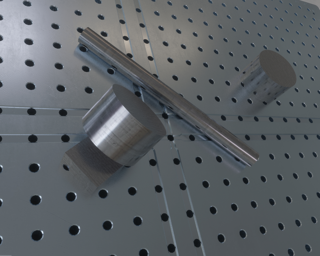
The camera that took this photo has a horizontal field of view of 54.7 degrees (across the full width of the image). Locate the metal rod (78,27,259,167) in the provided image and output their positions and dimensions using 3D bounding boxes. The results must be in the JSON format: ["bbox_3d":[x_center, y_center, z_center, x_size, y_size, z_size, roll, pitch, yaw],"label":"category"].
[{"bbox_3d":[0.015,-0.042,0.441,0.301,0.025,0.025,36,51,-4],"label":"metal rod"}]

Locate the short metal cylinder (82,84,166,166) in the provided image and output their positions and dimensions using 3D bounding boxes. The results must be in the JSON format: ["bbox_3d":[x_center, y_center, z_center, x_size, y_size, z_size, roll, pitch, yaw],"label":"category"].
[{"bbox_3d":[-0.039,-0.004,0.349,0.080,0.050,0.080,42,14,-13],"label":"short metal cylinder"}]

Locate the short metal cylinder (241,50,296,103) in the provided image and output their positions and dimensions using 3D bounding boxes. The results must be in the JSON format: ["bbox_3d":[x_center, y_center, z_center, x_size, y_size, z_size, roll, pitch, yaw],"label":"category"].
[{"bbox_3d":[0.193,-0.092,0.552,0.081,0.050,0.080,14,56,-21],"label":"short metal cylinder"}]

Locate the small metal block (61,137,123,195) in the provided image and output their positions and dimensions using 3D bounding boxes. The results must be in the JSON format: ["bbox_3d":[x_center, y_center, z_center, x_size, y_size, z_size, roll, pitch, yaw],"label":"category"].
[{"bbox_3d":[-0.072,0.037,0.347,0.050,0.025,0.050,46,51,4],"label":"small metal block"}]
